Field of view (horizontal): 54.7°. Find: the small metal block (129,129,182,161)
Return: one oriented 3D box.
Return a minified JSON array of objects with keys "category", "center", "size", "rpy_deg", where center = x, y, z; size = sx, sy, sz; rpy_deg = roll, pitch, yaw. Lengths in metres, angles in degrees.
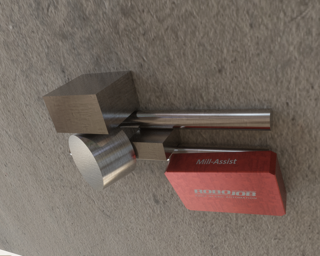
[{"category":"small metal block","center":[-0.006,0.017,0.404],"size":[0.050,0.050,0.025],"rpy_deg":[1,119,27]}]

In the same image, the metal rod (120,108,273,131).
[{"category":"metal rod","center":[-0.012,-0.011,0.407],"size":[0.301,0.025,0.025],"rpy_deg":[1,119,27]}]

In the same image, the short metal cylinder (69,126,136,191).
[{"category":"short metal cylinder","center":[-0.076,0.035,0.406],"size":[0.080,0.050,0.079],"rpy_deg":[34,139,36]}]

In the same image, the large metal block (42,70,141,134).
[{"category":"large metal block","center":[-0.083,-0.034,0.394],"size":[0.080,0.080,0.050],"rpy_deg":[1,119,27]}]

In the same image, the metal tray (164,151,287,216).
[{"category":"metal tray","center":[0.082,0.070,0.386],"size":[0.130,0.030,0.090],"rpy_deg":[-4,134,28]}]

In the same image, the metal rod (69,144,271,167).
[{"category":"metal rod","center":[-0.005,0.033,0.430],"size":[0.300,0.025,0.025],"rpy_deg":[0,119,27]}]
